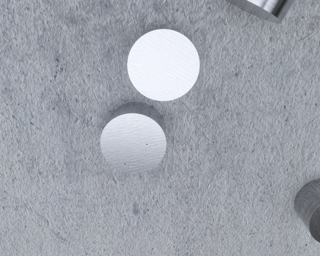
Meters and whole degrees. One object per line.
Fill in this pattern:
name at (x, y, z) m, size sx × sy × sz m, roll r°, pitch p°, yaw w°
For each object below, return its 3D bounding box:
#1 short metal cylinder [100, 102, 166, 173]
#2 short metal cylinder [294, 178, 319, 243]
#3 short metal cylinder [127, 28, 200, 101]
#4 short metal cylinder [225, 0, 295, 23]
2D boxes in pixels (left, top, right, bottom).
short metal cylinder at (-0.032, 0.011, 0.400) m, size 0.081 × 0.050 × 0.079 m, roll 0°, pitch 110°, yaw 0°
short metal cylinder at (0.242, 0.119, 0.442) m, size 0.081 × 0.050 × 0.079 m, roll 0°, pitch 110°, yaw 0°
short metal cylinder at (0.004, -0.077, 0.368) m, size 0.081 × 0.050 × 0.079 m, roll 0°, pitch 110°, yaw 0°
short metal cylinder at (0.104, -0.151, 0.325) m, size 0.080 × 0.080 × 0.050 m, roll 24°, pitch 108°, yaw -9°
